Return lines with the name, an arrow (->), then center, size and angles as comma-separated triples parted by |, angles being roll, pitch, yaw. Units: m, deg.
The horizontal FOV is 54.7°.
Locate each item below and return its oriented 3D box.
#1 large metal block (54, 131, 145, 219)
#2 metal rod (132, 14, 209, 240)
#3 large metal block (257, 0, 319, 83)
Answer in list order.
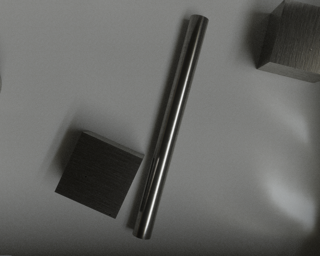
large metal block -> -0.074, 0.057, 0.398 | 0.080, 0.050, 0.080 | 24, 90, -1
metal rod -> 0.014, -0.001, 0.411 | 0.025, 0.025, 0.298 | 15, 90, -1
large metal block -> 0.182, -0.110, 0.401 | 0.080, 0.050, 0.080 | 14, 90, -1
